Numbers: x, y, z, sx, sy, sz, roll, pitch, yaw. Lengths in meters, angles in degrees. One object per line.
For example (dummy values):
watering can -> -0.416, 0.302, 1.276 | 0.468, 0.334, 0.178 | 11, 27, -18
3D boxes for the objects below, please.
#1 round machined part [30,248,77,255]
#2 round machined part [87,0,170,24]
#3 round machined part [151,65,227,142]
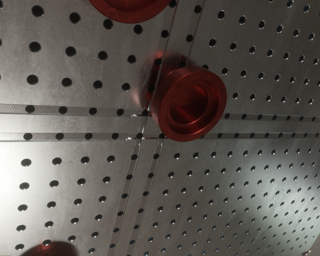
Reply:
round machined part -> -0.164, 0.227, 0.452 | 0.099, 0.042, 0.097 | -14, 124, -21
round machined part -> -0.032, -0.152, 0.289 | 0.099, 0.042, 0.097 | -14, 125, -21
round machined part -> 0.034, -0.034, 0.399 | 0.099, 0.042, 0.097 | -14, 125, -21
